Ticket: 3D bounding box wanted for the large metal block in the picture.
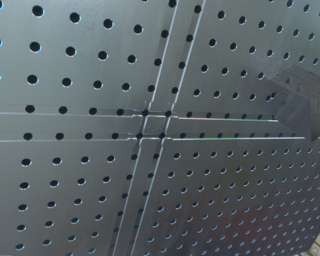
[{"bbox_3d":[0.219,-0.039,0.475,0.050,0.080,0.080,-30,129,-9],"label":"large metal block"}]
